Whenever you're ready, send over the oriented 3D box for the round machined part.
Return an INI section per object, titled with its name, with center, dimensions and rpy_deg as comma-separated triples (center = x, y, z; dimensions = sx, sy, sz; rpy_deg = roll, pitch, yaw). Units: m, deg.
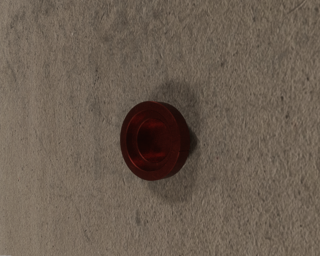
[round machined part]
center = -0.002, 0.016, 0.393
dimensions = 0.098, 0.042, 0.097
rpy_deg = 0, 90, 39
